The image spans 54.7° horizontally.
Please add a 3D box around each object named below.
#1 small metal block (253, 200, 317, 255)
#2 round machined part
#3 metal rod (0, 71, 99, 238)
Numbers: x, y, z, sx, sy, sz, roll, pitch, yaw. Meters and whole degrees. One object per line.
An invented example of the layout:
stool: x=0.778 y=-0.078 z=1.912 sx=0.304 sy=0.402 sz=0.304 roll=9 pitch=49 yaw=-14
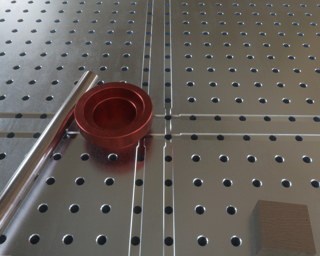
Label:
small metal block: x=0.127 y=0.106 z=0.321 sx=0.050 sy=0.025 sz=0.050 roll=6 pitch=50 yaw=4
round machined part: x=-0.058 y=-0.013 z=0.406 sx=0.099 sy=0.042 sz=0.098 roll=0 pitch=50 yaw=0
metal rod: x=-0.146 y=0.033 z=0.377 sx=0.025 sy=0.025 sz=0.300 roll=13 pitch=51 yaw=10
